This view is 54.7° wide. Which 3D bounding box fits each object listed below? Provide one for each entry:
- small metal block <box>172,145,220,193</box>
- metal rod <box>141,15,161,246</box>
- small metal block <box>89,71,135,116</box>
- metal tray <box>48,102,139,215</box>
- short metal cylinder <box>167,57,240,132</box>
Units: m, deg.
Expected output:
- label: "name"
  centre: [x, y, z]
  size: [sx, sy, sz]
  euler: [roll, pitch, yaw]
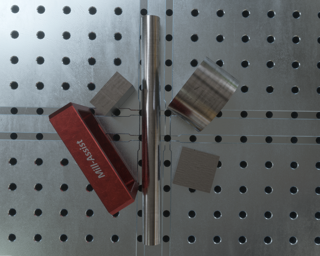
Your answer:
- label: "small metal block"
  centre: [0.047, 0.054, 0.415]
  size: [0.050, 0.025, 0.050]
  euler: [15, 90, -1]
- label: "metal rod"
  centre: [-0.012, 0.003, 0.413]
  size: [0.025, 0.025, 0.298]
  euler: [0, 90, -1]
- label: "small metal block"
  centre: [-0.059, -0.042, 0.399]
  size: [0.025, 0.050, 0.050]
  euler: [41, 90, -1]
- label: "metal tray"
  centre: [-0.075, 0.033, 0.379]
  size: [0.030, 0.090, 0.130]
  euler: [-33, 90, 0]
- label: "short metal cylinder"
  centre: [0.053, -0.041, 0.386]
  size: [0.050, 0.080, 0.080]
  euler: [38, 90, -1]
